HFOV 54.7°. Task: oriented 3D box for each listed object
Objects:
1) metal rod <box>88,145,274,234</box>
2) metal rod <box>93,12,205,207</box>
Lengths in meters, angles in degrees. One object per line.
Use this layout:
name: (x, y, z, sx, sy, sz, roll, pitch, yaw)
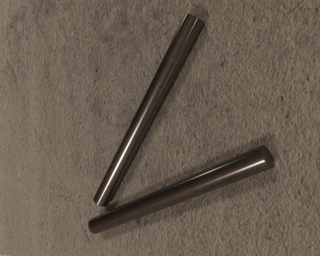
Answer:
metal rod: (0.004, 0.091, 0.399, 0.299, 0.025, 0.025, -31, 71, 35)
metal rod: (-0.024, -0.010, 0.422, 0.025, 0.025, 0.298, 42, 115, 31)
